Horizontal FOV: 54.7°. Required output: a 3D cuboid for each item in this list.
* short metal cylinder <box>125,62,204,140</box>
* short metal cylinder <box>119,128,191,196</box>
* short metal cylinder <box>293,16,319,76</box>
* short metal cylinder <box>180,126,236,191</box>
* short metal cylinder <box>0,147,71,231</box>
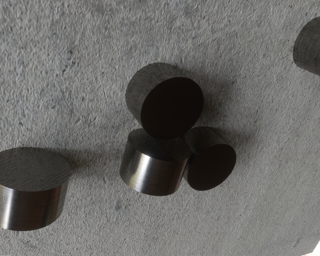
[{"bbox_3d":[0.005,-0.033,0.373,0.081,0.050,0.079,-14,124,-21],"label":"short metal cylinder"},{"bbox_3d":[-0.006,0.041,0.393,0.081,0.080,0.050,2,117,-30],"label":"short metal cylinder"},{"bbox_3d":[0.244,-0.117,0.451,0.081,0.050,0.079,-14,124,-21],"label":"short metal cylinder"},{"bbox_3d":[0.063,0.044,0.452,0.081,0.050,0.079,-14,124,-21],"label":"short metal cylinder"},{"bbox_3d":[-0.141,0.063,0.333,0.081,0.080,0.050,4,117,-30],"label":"short metal cylinder"}]
